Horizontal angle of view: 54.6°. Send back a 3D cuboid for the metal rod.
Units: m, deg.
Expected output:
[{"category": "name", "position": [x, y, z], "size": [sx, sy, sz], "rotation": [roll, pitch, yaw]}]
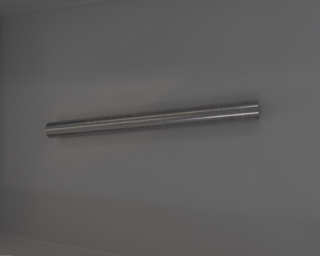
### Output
[{"category": "metal rod", "position": [-0.024, -0.009, 0.419], "size": [0.301, 0.025, 0.025], "rotation": [-5, 88, 20]}]
